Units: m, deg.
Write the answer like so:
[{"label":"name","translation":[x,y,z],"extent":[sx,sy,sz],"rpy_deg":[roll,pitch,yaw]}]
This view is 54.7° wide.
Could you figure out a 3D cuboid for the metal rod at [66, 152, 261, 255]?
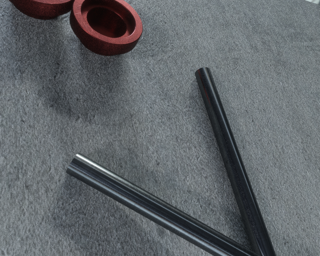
[{"label":"metal rod","translation":[0.037,0.112,0.339],"extent":[0.301,0.025,0.025],"rpy_deg":[30,52,-3]}]

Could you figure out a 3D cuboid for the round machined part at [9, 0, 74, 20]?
[{"label":"round machined part","translation":[-0.163,-0.187,0.419],"extent":[0.099,0.042,0.098],"rpy_deg":[14,56,-21]}]

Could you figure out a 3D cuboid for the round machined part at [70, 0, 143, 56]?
[{"label":"round machined part","translation":[-0.078,-0.141,0.437],"extent":[0.099,0.042,0.098],"rpy_deg":[14,56,-21]}]

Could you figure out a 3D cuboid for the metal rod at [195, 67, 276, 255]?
[{"label":"metal rod","translation":[0.100,0.043,0.431],"extent":[0.025,0.025,0.299],"rpy_deg":[0,62,-28]}]
